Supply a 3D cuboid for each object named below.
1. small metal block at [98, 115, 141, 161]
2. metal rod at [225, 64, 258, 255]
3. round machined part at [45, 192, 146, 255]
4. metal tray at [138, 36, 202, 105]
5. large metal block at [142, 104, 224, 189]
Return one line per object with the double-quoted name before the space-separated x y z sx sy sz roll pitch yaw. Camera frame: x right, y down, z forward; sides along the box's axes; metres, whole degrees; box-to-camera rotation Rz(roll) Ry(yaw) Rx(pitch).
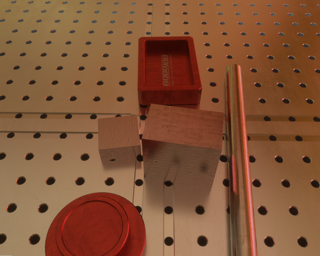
"small metal block" -0.052 0.012 0.397 0.050 0.025 0.050 -6 50 -6
"metal rod" 0.098 0.024 0.388 0.025 0.025 0.300 5 50 4
"round machined part" -0.063 0.107 0.306 0.099 0.042 0.098 0 50 0
"metal tray" 0.012 -0.093 0.482 0.091 0.030 0.130 -1 50 -2
"large metal block" 0.025 0.022 0.353 0.080 0.080 0.050 8 51 6
